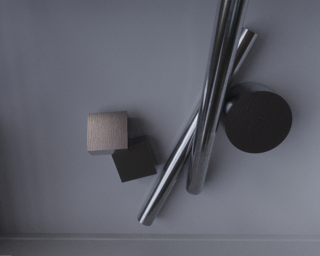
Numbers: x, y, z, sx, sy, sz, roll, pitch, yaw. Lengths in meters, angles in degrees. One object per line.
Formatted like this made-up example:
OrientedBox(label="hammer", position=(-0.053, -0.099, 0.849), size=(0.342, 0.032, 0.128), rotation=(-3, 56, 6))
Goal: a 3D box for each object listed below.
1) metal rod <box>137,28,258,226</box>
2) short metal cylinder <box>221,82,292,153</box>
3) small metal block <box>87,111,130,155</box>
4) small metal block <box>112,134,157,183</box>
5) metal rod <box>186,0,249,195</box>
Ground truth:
OrientedBox(label="metal rod", position=(0.042, 0.011, 0.415), size=(0.025, 0.025, 0.298), rotation=(24, 108, -9))
OrientedBox(label="short metal cylinder", position=(0.118, -0.014, 0.394), size=(0.081, 0.050, 0.079), rotation=(0, 110, -1))
OrientedBox(label="small metal block", position=(-0.065, 0.007, 0.399), size=(0.050, 0.025, 0.050), rotation=(-4, 72, 1))
OrientedBox(label="small metal block", position=(-0.035, 0.042, 0.426), size=(0.050, 0.025, 0.050), rotation=(-15, 110, 5))
OrientedBox(label="metal rod", position=(0.056, -0.020, 0.341), size=(0.025, 0.025, 0.298), rotation=(2, 135, -1))
